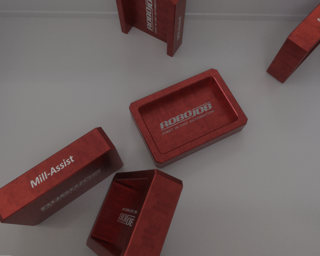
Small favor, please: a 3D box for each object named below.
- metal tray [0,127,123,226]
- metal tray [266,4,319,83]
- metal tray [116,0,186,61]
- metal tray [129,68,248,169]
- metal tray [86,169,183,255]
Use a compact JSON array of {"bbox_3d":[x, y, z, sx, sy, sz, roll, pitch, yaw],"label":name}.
[{"bbox_3d":[-0.108,0.058,0.352,0.131,0.090,0.030,-34,74,-12],"label":"metal tray"},{"bbox_3d":[0.209,-0.130,0.423,0.030,0.090,0.130,42,75,13],"label":"metal tray"},{"bbox_3d":[-0.013,-0.156,0.426,0.090,0.130,0.030,29,73,10],"label":"metal tray"},{"bbox_3d":[0.036,-0.014,0.412,0.131,0.030,0.090,-24,72,-9],"label":"metal tray"},{"bbox_3d":[-0.032,0.092,0.320,0.030,0.130,0.090,28,70,-18],"label":"metal tray"}]
